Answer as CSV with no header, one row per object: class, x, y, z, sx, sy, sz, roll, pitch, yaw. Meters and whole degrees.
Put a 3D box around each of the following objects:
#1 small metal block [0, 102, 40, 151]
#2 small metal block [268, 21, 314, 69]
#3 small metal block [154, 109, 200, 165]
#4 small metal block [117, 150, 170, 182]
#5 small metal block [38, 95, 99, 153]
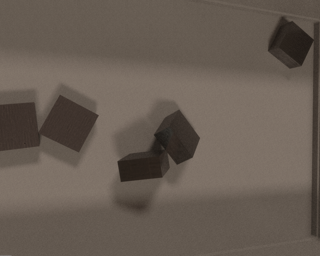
small metal block,-0.166,-0.001,0.350,0.050,0.025,0.050,-7,93,-20
small metal block,0.207,-0.130,0.489,0.050,0.025,0.050,32,80,-18
small metal block,0.024,0.011,0.406,0.050,0.025,0.050,53,31,-13
small metal block,-0.018,0.045,0.381,0.050,0.050,0.025,-8,94,12
small metal block,-0.109,-0.005,0.371,0.050,0.025,0.050,29,80,-18
